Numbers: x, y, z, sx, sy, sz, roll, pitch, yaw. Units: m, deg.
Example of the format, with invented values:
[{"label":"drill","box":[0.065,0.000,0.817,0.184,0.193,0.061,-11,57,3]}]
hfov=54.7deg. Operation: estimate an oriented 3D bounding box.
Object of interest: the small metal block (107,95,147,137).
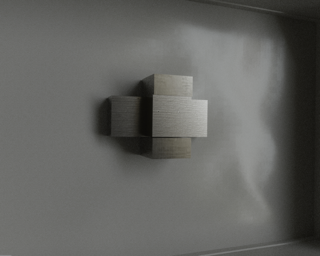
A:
[{"label":"small metal block","box":[-0.039,-0.014,0.394,0.050,0.025,0.050,1,90,-20]}]

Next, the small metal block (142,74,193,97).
[{"label":"small metal block","box":[0.008,-0.052,0.398,0.050,0.050,0.025,1,90,-20]}]

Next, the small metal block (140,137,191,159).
[{"label":"small metal block","box":[0.006,0.024,0.396,0.050,0.050,0.025,1,90,-20]}]

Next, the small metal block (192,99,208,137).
[{"label":"small metal block","box":[0.036,-0.013,0.422,0.050,0.025,0.050,1,90,-20]}]

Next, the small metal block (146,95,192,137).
[{"label":"small metal block","box":[0.011,-0.014,0.385,0.050,0.025,0.050,1,90,-20]}]
